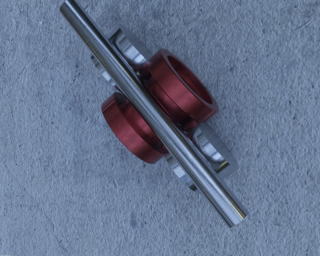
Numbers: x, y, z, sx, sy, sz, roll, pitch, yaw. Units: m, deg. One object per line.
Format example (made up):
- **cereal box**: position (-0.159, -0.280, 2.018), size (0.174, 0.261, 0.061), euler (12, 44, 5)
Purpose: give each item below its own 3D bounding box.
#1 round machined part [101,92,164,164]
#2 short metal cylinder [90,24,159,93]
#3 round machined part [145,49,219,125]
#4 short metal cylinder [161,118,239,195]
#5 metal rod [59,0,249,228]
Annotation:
- **round machined part**: position (-0.021, -0.007, 0.377), size (0.042, 0.098, 0.098), euler (-40, 78, 11)
- **short metal cylinder**: position (-0.041, -0.084, 0.394), size (0.050, 0.080, 0.080), euler (-41, 78, 15)
- **round machined part**: position (0.021, -0.043, 0.364), size (0.042, 0.098, 0.098), euler (-42, 77, 20)
- **short metal cylinder**: position (0.047, 0.030, 0.364), size (0.050, 0.080, 0.080), euler (-41, 78, 15)
- **metal rod**: position (-0.015, -0.026, 0.330), size (0.025, 0.025, 0.300), euler (-42, 77, 15)
